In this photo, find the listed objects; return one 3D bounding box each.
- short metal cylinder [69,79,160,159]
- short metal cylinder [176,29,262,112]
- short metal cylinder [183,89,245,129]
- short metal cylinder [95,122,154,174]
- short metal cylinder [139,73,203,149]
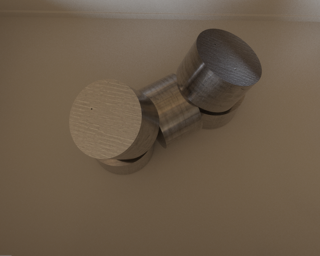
[{"bbox_3d":[-0.047,-0.007,0.328,0.080,0.050,0.080,-2,83,19],"label":"short metal cylinder"},{"bbox_3d":[0.066,-0.065,0.350,0.081,0.050,0.080,12,55,-18],"label":"short metal cylinder"},{"bbox_3d":[0.068,-0.044,0.412,0.081,0.050,0.080,0,70,0],"label":"short metal cylinder"},{"bbox_3d":[-0.048,0.014,0.389,0.081,0.050,0.080,0,70,0],"label":"short metal cylinder"},{"bbox_3d":[0.010,-0.021,0.386,0.050,0.080,0.080,-28,73,-10],"label":"short metal cylinder"}]
